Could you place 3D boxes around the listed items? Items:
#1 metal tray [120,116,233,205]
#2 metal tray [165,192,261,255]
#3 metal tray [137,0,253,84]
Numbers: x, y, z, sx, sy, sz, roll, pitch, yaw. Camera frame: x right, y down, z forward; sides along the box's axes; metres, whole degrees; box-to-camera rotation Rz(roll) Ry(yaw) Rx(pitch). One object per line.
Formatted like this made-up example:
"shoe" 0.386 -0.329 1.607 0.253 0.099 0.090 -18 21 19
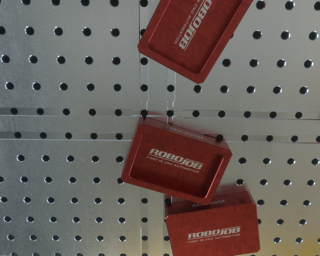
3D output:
"metal tray" 0.021 0.047 0.427 0.131 0.030 0.089 17 109 -7
"metal tray" 0.079 0.151 0.467 0.131 0.030 0.090 -10 110 3
"metal tray" 0.042 -0.129 0.363 0.090 0.030 0.129 27 108 -10
